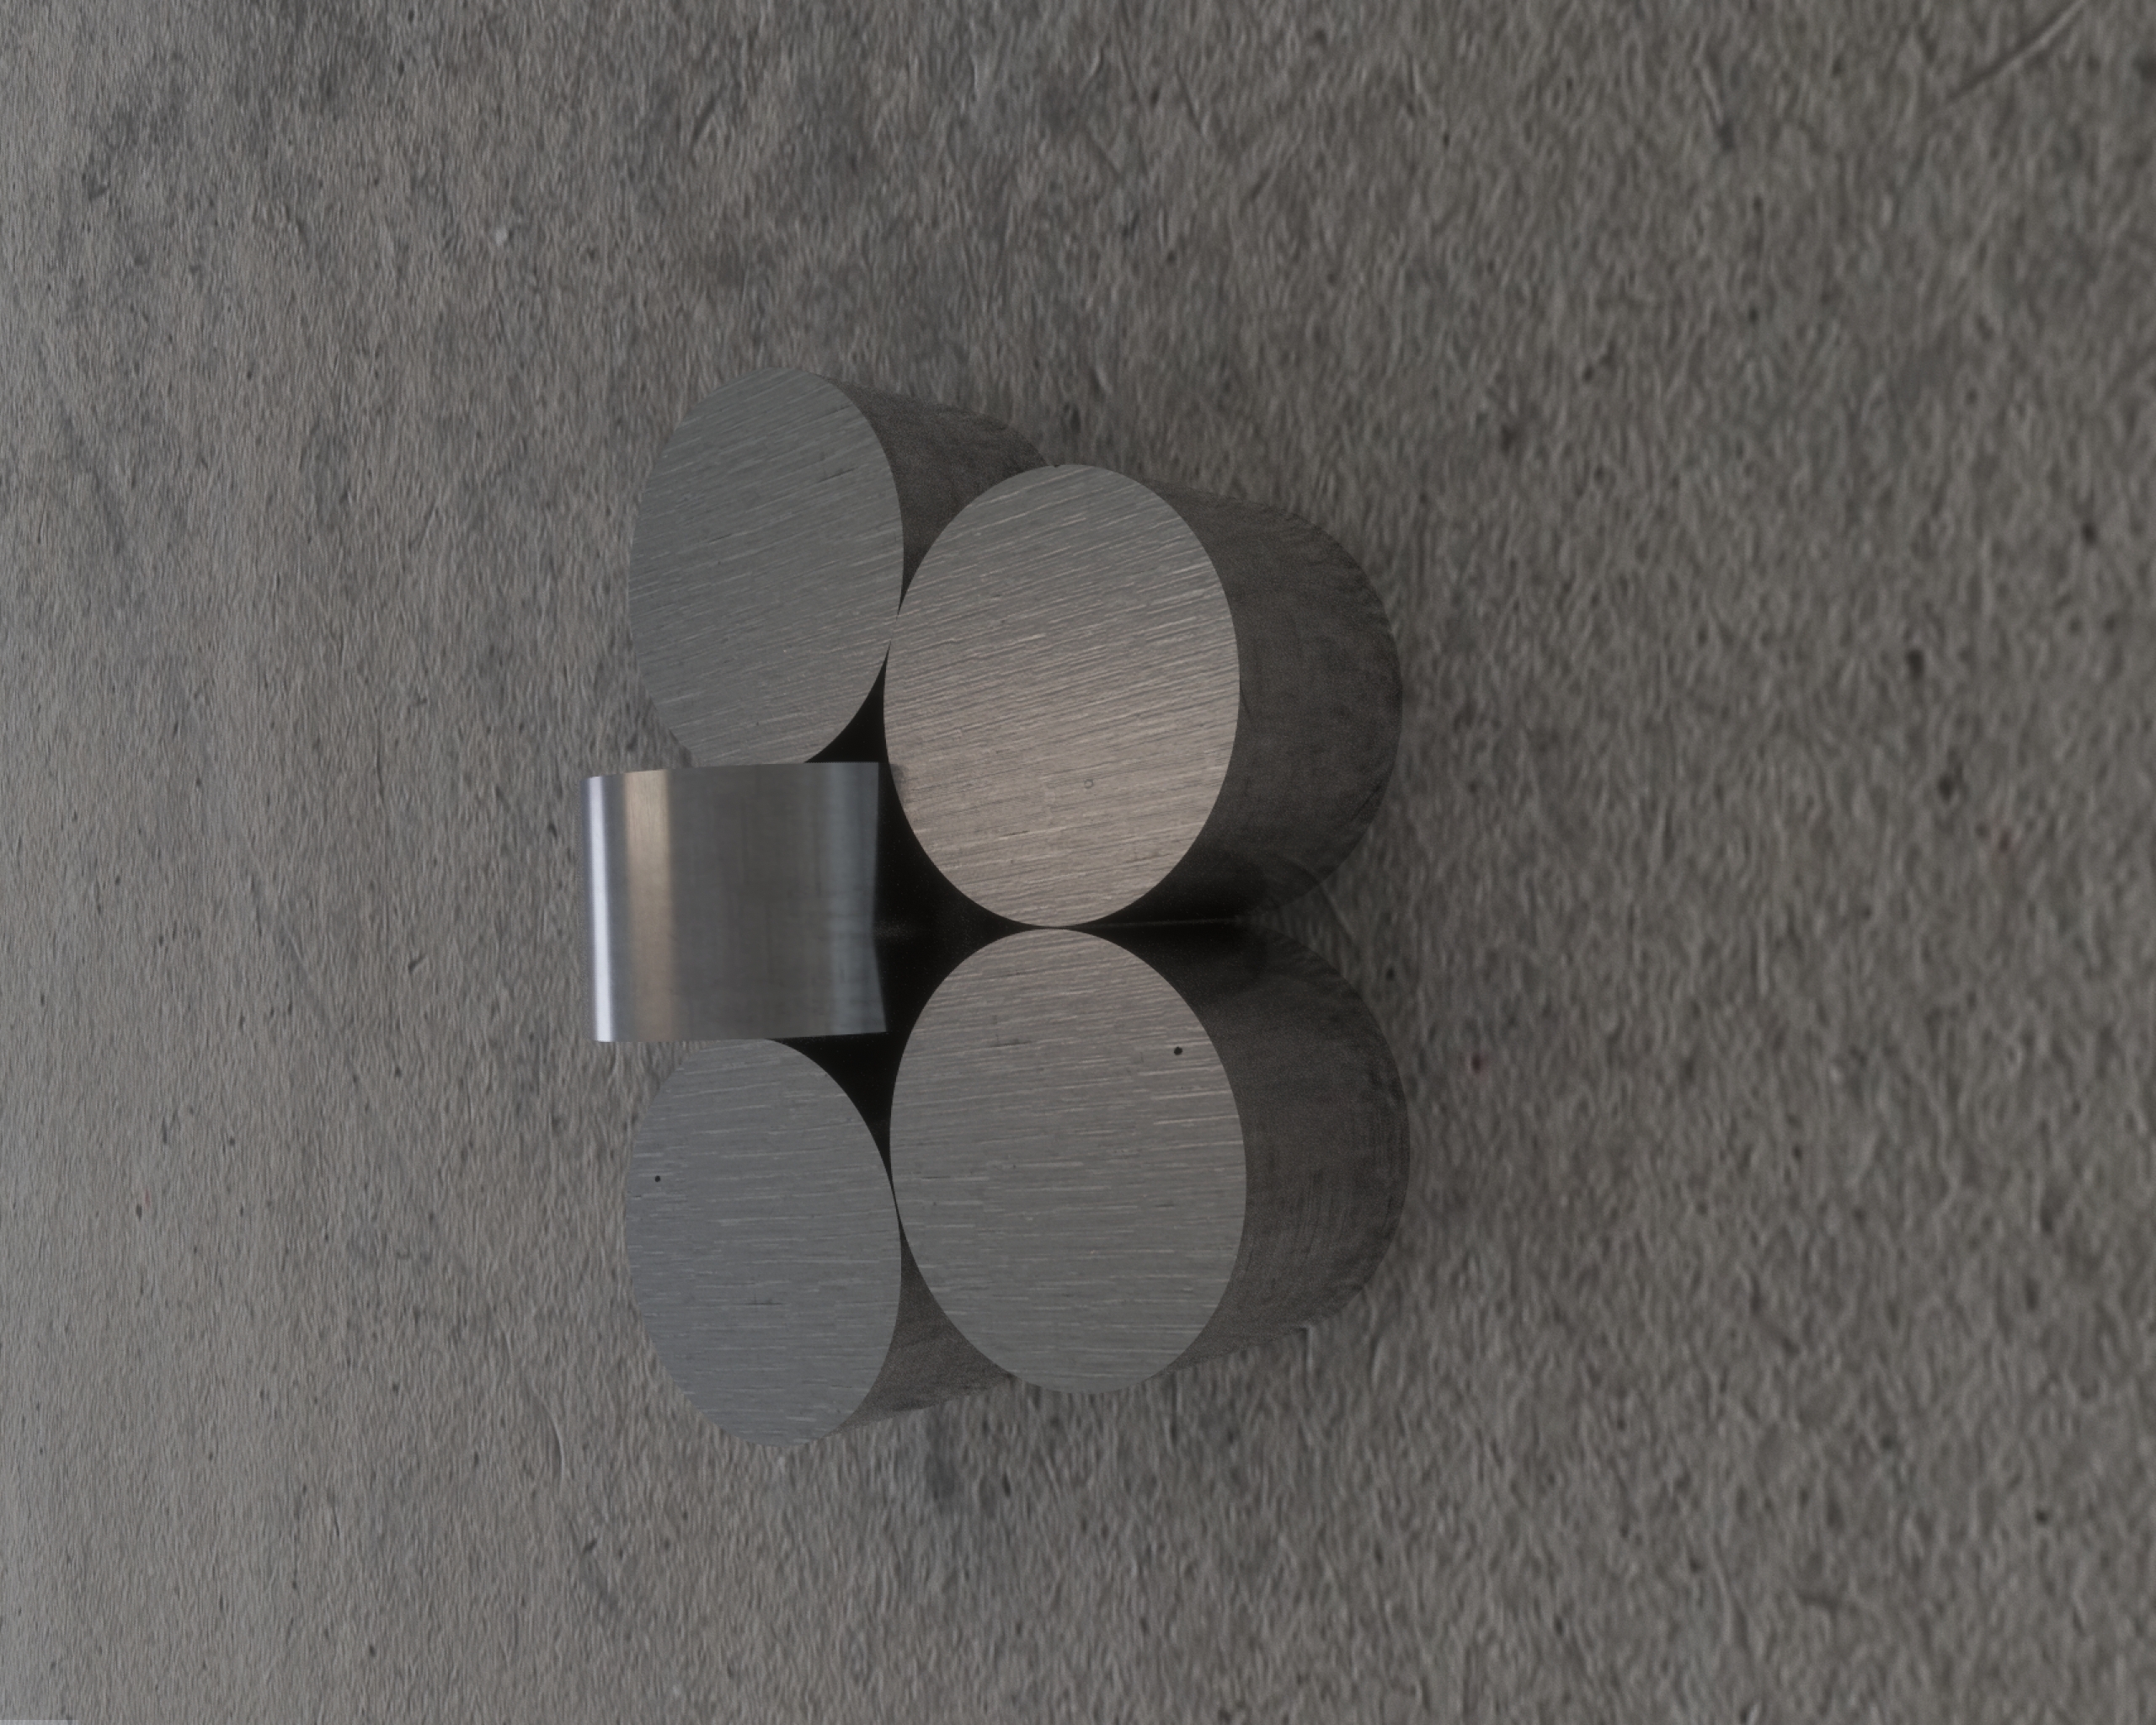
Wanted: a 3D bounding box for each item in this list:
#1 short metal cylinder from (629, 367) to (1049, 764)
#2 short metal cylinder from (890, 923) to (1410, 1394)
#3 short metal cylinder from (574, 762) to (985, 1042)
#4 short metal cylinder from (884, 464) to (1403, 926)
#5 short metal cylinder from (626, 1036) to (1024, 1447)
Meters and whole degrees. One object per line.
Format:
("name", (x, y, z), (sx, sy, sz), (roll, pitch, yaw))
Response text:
("short metal cylinder", (-0.046, -0.057, 0.427), (0.080, 0.050, 0.080), (0, 90, 40))
("short metal cylinder", (0.012, 0.051, 0.379), (0.080, 0.050, 0.080), (0, 90, 40))
("short metal cylinder", (-0.059, 0.008, 0.418), (0.080, 0.081, 0.050), (-4, 88, 40))
("short metal cylinder", (0.011, -0.029, 0.380), (0.080, 0.050, 0.080), (0, 90, 40))
("short metal cylinder", (-0.047, 0.074, 0.428), (0.080, 0.050, 0.080), (0, 90, 40))
